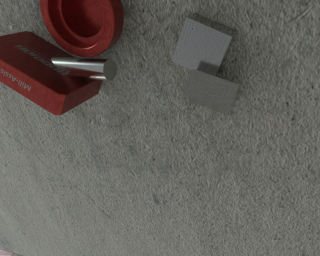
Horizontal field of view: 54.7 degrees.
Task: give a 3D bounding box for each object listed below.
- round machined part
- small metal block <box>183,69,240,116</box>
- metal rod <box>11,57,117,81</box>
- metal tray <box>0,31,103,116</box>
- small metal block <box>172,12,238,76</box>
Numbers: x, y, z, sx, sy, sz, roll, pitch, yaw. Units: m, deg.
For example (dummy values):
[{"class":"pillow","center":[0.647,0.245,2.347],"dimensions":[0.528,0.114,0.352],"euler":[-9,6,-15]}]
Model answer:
[{"class":"round machined part","center":[-0.084,-0.134,0.355],"dimensions":[0.098,0.042,0.097],"euler":[13,124,20]},{"class":"small metal block","center":[0.057,-0.037,0.334],"dimensions":[0.050,0.050,0.025],"euler":[22,88,15]},{"class":"metal rod","center":[-0.188,-0.088,0.432],"dimensions":[0.300,0.025,0.025],"euler":[9,122,29]},{"class":"metal tray","center":[-0.151,-0.074,0.394],"dimensions":[0.130,0.090,0.030],"euler":[31,123,8]},{"class":"small metal block","center":[0.046,-0.087,0.328],"dimensions":[0.050,0.025,0.050],"euler":[27,128,10]}]
